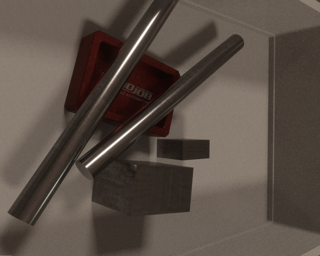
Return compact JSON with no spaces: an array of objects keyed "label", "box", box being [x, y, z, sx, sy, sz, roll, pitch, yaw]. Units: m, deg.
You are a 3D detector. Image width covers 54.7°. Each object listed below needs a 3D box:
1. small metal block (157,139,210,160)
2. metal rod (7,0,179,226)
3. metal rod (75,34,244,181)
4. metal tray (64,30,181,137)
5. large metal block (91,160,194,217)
[{"label":"small metal block","box":[0.031,0.028,0.419,0.050,0.050,0.025,1,90,-40]},{"label":"metal rod","box":[-0.053,-0.043,0.323,0.025,0.025,0.300,43,64,-32]},{"label":"metal rod","box":[0.020,-0.043,0.385,0.302,0.025,0.025,-42,116,-32]},{"label":"metal tray","box":[-0.038,-0.047,0.372,0.131,0.030,0.090,19,78,-39]},{"label":"large metal block","box":[-0.021,0.065,0.356,0.081,0.080,0.050,9,85,-40]}]
